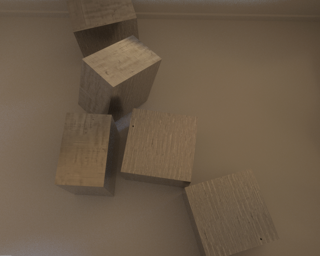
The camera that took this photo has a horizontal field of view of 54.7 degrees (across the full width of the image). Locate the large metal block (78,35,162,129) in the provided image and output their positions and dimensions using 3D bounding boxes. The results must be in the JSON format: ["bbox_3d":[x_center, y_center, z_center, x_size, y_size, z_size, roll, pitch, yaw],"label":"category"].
[{"bbox_3d":[-0.052,-0.057,0.388,0.050,0.080,0.080,42,54,13],"label":"large metal block"}]

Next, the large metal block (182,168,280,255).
[{"bbox_3d":[0.077,0.101,0.361,0.081,0.050,0.080,-15,71,-6],"label":"large metal block"}]

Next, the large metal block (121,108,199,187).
[{"bbox_3d":[0.001,0.027,0.387,0.080,0.050,0.080,8,70,2],"label":"large metal block"}]

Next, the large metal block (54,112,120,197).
[{"bbox_3d":[-0.081,0.035,0.367,0.050,0.080,0.080,3,70,1],"label":"large metal block"}]

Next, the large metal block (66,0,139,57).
[{"bbox_3d":[-0.075,-0.137,0.430,0.081,0.080,0.050,-15,71,-6],"label":"large metal block"}]
